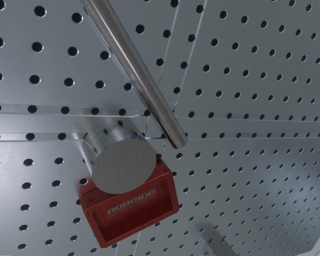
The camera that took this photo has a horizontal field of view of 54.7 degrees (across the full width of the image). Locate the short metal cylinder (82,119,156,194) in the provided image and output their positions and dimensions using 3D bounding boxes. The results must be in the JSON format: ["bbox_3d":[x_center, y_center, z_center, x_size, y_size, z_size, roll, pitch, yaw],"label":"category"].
[{"bbox_3d":[-0.052,0.035,0.389,0.081,0.050,0.079,-14,124,-21],"label":"short metal cylinder"}]

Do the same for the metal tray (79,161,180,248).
[{"bbox_3d":[-0.040,0.112,0.455,0.131,0.030,0.089,-22,127,-15],"label":"metal tray"}]

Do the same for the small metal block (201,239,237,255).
[{"bbox_3d":[0.120,0.252,0.616,0.050,0.050,0.025,6,116,-31],"label":"small metal block"}]

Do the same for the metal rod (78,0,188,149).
[{"bbox_3d":[-0.035,-0.078,0.343,0.025,0.025,0.299,-36,129,-4],"label":"metal rod"}]
